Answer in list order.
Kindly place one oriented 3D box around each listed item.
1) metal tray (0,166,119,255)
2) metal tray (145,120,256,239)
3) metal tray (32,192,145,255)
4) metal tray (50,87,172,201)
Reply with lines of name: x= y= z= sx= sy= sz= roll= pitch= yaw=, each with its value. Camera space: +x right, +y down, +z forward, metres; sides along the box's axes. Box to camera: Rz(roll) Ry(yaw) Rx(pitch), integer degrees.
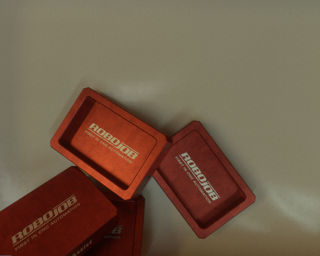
metal tray: x=-0.123 y=0.111 z=0.347 sx=0.131 sy=0.030 sz=0.090 roll=-34 pitch=58 yaw=-30
metal tray: x=0.050 y=0.066 z=0.409 sx=0.090 sy=0.030 sz=0.130 roll=-37 pitch=90 yaw=0
metal tray: x=-0.087 y=0.128 z=0.387 sx=0.131 sy=0.030 sz=0.090 roll=4 pitch=59 yaw=0
metal tray: x=-0.062 y=0.018 z=0.390 sx=0.130 sy=0.030 sz=0.090 roll=32 pitch=90 yaw=16
